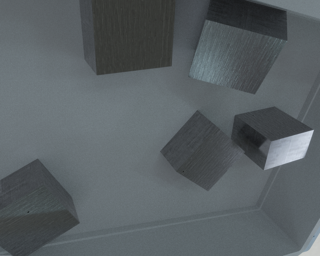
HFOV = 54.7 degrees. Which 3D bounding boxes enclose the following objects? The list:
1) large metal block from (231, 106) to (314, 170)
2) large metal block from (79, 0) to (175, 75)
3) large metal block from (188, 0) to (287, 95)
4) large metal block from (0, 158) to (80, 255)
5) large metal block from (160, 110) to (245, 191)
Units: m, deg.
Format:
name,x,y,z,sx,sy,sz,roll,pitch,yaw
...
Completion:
name,x,y,z,sx,sy,sz,roll,pitch,yaw
large metal block,0.169,0.013,0.476,0.081,0.080,0.050,-12,124,-22
large metal block,-0.033,-0.104,0.311,0.081,0.050,0.079,-12,124,-23
large metal block,0.083,-0.091,0.342,0.080,0.050,0.080,15,145,1
large metal block,-0.156,0.097,0.368,0.080,0.050,0.080,-31,129,-9
large metal block,0.062,0.034,0.450,0.080,0.050,0.080,-49,129,6
